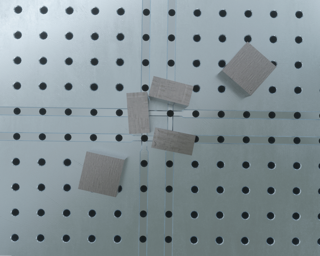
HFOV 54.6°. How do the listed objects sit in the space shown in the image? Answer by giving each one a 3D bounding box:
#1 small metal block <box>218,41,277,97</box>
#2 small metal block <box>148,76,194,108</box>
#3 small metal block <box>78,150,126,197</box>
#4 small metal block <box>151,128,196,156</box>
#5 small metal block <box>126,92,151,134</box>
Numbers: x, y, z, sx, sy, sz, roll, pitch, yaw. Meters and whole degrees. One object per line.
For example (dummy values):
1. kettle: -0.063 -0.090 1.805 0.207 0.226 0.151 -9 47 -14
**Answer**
1. small metal block: 0.116 -0.077 0.414 0.050 0.025 0.050 41 90 0
2. small metal block: 0.014 -0.045 0.401 0.050 0.050 0.025 14 90 0
3. small metal block: -0.076 0.060 0.413 0.050 0.025 0.050 13 90 0
4. small metal block: 0.017 0.016 0.401 0.050 0.050 0.025 11 90 0
5. small metal block: -0.026 -0.018 0.401 0.025 0.050 0.050 -4 90 0
